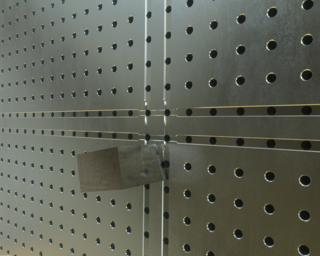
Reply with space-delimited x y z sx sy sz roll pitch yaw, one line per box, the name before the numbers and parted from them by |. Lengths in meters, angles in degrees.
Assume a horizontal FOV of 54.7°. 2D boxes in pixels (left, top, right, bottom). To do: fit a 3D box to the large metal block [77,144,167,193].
large metal block | -0.051 0.053 0.413 0.080 0.081 0.050 -13 82 39
